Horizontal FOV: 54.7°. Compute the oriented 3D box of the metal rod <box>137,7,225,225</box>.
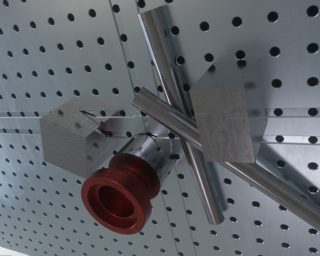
[{"bbox_3d":[0.034,0.002,0.394,0.025,0.025,0.298,-6,116,31],"label":"metal rod"}]

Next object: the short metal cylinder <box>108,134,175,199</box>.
[{"bbox_3d":[-0.026,0.056,0.443,0.080,0.050,0.079,13,124,21],"label":"short metal cylinder"}]

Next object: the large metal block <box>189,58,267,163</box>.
[{"bbox_3d":[0.076,-0.020,0.323,0.050,0.080,0.080,-1,118,29],"label":"large metal block"}]

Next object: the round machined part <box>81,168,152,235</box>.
[{"bbox_3d":[-0.055,0.094,0.423,0.098,0.042,0.097,13,124,21],"label":"round machined part"}]

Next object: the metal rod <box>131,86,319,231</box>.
[{"bbox_3d":[0.098,0.046,0.367,0.301,0.025,0.025,34,129,-3],"label":"metal rod"}]

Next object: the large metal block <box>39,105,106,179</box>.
[{"bbox_3d":[-0.132,0.021,0.478,0.080,0.050,0.079,20,126,16],"label":"large metal block"}]
